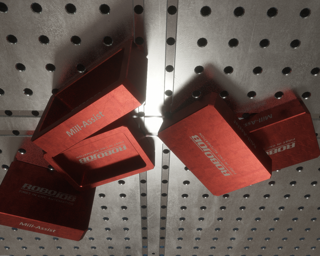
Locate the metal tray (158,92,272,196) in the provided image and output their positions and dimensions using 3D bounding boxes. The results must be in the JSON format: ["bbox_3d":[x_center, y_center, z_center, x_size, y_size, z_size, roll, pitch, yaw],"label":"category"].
[{"bbox_3d":[0.072,0.026,0.403,0.090,0.030,0.130,-30,112,35],"label":"metal tray"}]

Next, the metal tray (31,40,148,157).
[{"bbox_3d":[-0.075,-0.033,0.339,0.130,0.090,0.030,-29,125,22],"label":"metal tray"}]

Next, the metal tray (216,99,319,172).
[{"bbox_3d":[0.144,0.023,0.430,0.130,0.030,0.090,-22,127,17],"label":"metal tray"}]

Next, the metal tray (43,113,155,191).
[{"bbox_3d":[-0.083,0.037,0.438,0.130,0.030,0.090,-19,128,15],"label":"metal tray"}]

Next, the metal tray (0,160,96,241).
[{"bbox_3d":[-0.167,0.106,0.456,0.131,0.090,0.030,19,128,-16],"label":"metal tray"}]
